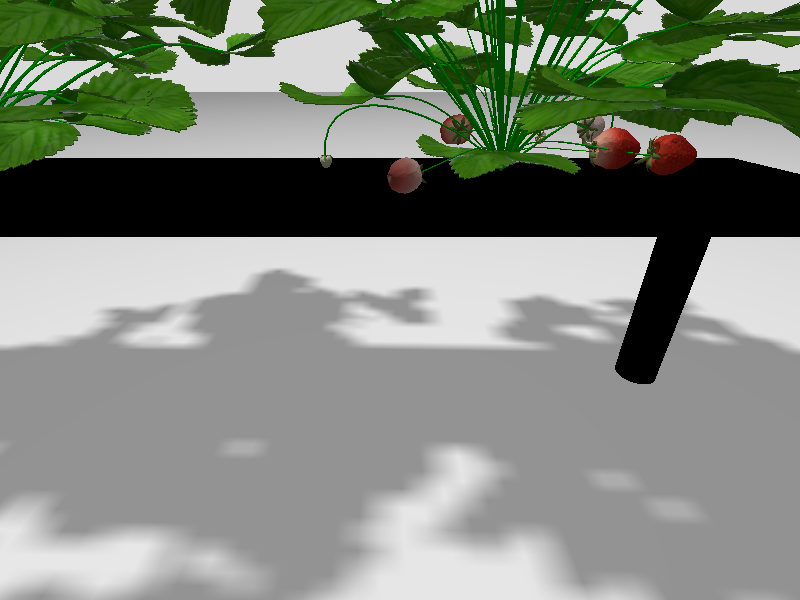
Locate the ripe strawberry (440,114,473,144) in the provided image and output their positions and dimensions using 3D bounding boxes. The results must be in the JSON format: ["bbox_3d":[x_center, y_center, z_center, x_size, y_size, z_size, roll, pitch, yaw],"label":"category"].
[{"bbox_3d":[0.063,-0.196,0.459,0.037,0.032,0.037,-4,29,-7],"label":"ripe strawberry"}]

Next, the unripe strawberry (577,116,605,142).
[{"bbox_3d":[0.238,-0.214,0.496,0.032,0.033,0.034,21,35,33],"label":"unripe strawberry"}]

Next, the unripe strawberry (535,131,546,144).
[{"bbox_3d":[0.166,-0.191,0.470,0.012,0.014,0.014,14,10,24],"label":"unripe strawberry"}]

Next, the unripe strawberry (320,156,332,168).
[{"bbox_3d":[-0.061,-0.114,0.330,0.010,0.010,0.009,-1,29,-2],"label":"unripe strawberry"}]

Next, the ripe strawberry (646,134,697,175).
[{"bbox_3d":[0.213,-0.113,0.312,0.031,0.030,0.034,5,29,8],"label":"ripe strawberry"}]

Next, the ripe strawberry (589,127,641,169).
[{"bbox_3d":[0.178,-0.125,0.331,0.038,0.032,0.038,0,29,0],"label":"ripe strawberry"}]

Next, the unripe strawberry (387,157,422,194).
[{"bbox_3d":[0.002,-0.082,0.267,0.024,0.023,0.022,-24,37,-36],"label":"unripe strawberry"}]
